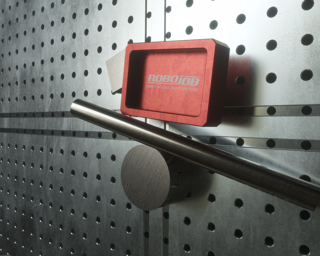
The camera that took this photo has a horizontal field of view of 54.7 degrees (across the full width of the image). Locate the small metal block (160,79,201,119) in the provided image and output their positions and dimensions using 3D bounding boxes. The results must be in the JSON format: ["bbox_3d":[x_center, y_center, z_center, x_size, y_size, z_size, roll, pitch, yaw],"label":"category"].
[{"bbox_3d":[0.027,-0.038,0.386,0.050,0.025,0.050,7,95,39],"label":"small metal block"}]

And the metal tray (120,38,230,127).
[{"bbox_3d":[0.012,-0.053,0.362,0.130,0.030,0.089,10,96,39],"label":"metal tray"}]

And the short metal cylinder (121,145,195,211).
[{"bbox_3d":[-0.004,0.060,0.394,0.080,0.050,0.079,0,90,39],"label":"short metal cylinder"}]

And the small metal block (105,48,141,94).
[{"bbox_3d":[-0.048,-0.082,0.447,0.050,0.025,0.050,-22,76,37],"label":"small metal block"}]

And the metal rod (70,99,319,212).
[{"bbox_3d":[0.019,0.020,0.350,0.301,0.025,0.025,20,103,24],"label":"metal rod"}]
